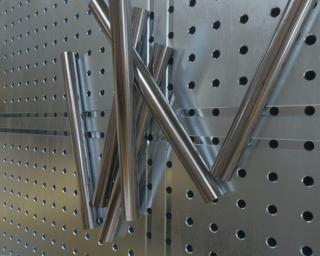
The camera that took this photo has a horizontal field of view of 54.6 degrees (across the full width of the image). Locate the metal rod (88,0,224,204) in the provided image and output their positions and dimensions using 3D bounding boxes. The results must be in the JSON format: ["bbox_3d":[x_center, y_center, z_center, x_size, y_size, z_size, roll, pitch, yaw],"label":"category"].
[{"bbox_3d":[-0.011,-0.044,0.390,0.025,0.025,0.299,-39,75,33],"label":"metal rod"}]

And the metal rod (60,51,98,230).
[{"bbox_3d":[-0.137,0.016,0.524,0.025,0.025,0.299,-16,80,39],"label":"metal rod"}]

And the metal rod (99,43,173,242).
[{"bbox_3d":[-0.038,0.030,0.442,0.025,0.025,0.298,28,108,36],"label":"metal rod"}]

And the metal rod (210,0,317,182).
[{"bbox_3d":[0.120,-0.080,0.310,0.025,0.025,0.298,33,110,35],"label":"metal rod"}]

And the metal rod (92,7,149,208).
[{"bbox_3d":[-0.061,-0.023,0.460,0.025,0.025,0.298,22,104,38],"label":"metal rod"}]

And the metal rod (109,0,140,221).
[{"bbox_3d":[-0.043,-0.014,0.396,0.025,0.025,0.298,16,116,39],"label":"metal rod"}]
